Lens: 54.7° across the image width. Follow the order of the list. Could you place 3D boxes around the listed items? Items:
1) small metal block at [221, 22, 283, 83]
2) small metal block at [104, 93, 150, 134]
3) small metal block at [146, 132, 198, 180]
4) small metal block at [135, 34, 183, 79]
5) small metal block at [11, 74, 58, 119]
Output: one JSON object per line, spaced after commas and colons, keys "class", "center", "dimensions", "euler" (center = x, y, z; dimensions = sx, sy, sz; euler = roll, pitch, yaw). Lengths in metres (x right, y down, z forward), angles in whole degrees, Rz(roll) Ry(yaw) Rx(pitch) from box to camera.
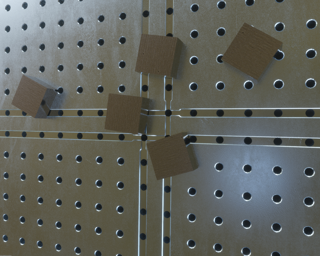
{"class": "small metal block", "center": [0.111, -0.090, 0.373], "dimensions": [0.050, 0.025, 0.050], "euler": [35, 101, 16]}
{"class": "small metal block", "center": [-0.045, -0.020, 0.428], "dimensions": [0.050, 0.025, 0.050], "euler": [8, 93, 19]}
{"class": "small metal block", "center": [0.016, 0.037, 0.406], "dimensions": [0.050, 0.025, 0.050], "euler": [-18, 84, 18]}
{"class": "small metal block", "center": [-0.001, -0.095, 0.412], "dimensions": [0.050, 0.025, 0.050], "euler": [12, 94, 19]}
{"class": "small metal block", "center": [-0.194, -0.048, 0.479], "dimensions": [0.050, 0.025, 0.050], "euler": [28, 99, 17]}
